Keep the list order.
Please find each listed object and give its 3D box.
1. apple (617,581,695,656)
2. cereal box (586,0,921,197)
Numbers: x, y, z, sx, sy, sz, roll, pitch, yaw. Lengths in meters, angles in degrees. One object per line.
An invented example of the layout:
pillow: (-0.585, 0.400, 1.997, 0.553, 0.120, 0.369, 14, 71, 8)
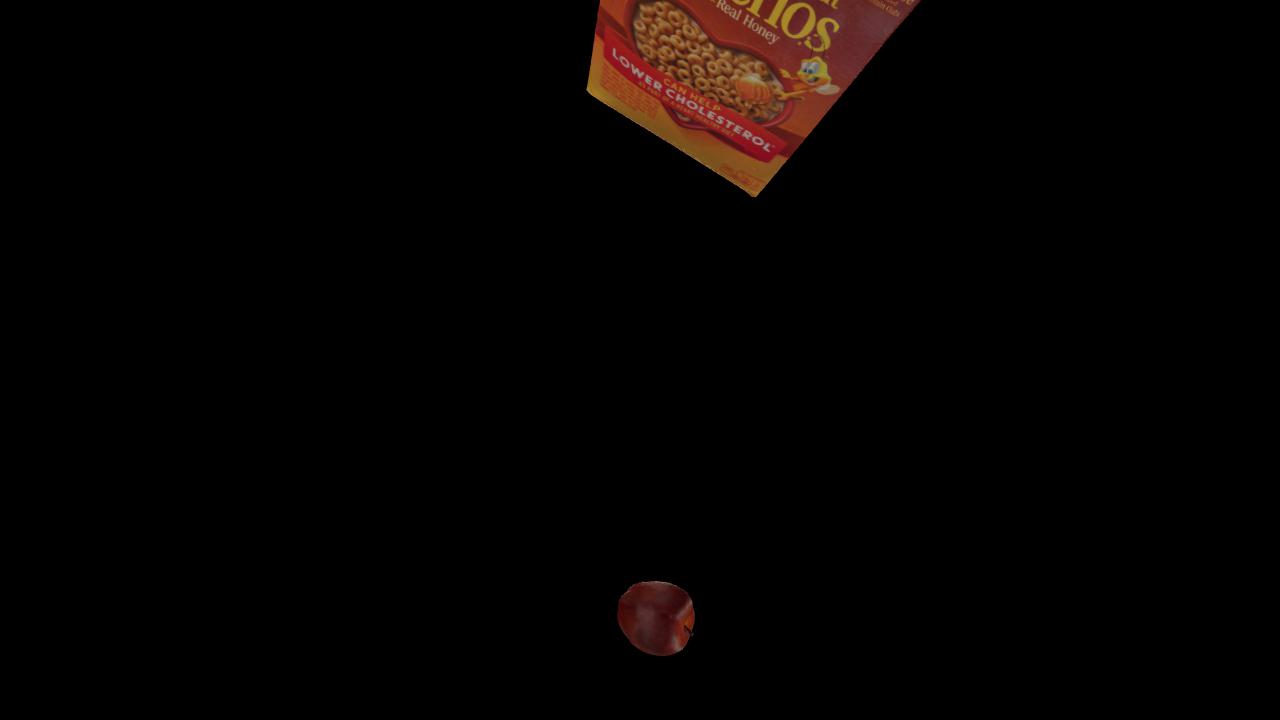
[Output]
apple: (0.020, 0.297, 0.709, 0.093, 0.079, 0.079, 9, 4, 28)
cereal box: (0.072, -0.265, 0.466, 0.203, 0.081, 0.306, 31, -13, -4)
